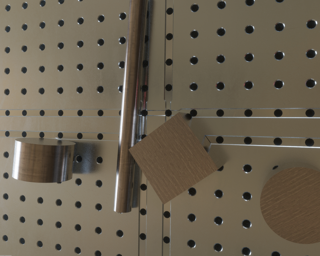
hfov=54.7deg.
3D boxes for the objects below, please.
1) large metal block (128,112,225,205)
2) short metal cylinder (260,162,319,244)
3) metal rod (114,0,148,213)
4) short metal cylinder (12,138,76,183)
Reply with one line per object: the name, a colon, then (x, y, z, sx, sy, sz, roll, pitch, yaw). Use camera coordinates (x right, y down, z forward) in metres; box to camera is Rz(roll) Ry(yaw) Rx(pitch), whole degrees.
large metal block: (0.022, 0.036, 0.391, 0.080, 0.050, 0.080, -37, 79, 16)
short metal cylinder: (0.155, 0.080, 0.345, 0.080, 0.050, 0.079, 0, 90, 19)
metal rod: (-0.040, -0.035, 0.425, 0.025, 0.025, 0.298, 5, 92, 19)
short metal cylinder: (-0.164, 0.044, 0.439, 0.080, 0.080, 0.050, 7, 93, 19)
